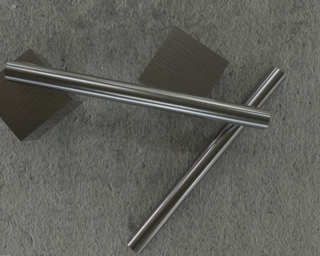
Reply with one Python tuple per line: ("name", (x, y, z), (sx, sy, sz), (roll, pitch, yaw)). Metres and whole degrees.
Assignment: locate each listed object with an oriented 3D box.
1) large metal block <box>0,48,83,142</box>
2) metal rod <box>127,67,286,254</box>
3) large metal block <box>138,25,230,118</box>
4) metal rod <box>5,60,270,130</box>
("large metal block", (-0.161, -0.040, 0.395), (0.080, 0.050, 0.080), (-40, 91, 0))
("metal rod", (0.062, 0.042, 0.410), (0.025, 0.025, 0.300), (40, 90, -1))
("large metal block", (0.029, -0.069, 0.398), (0.080, 0.050, 0.080), (34, 90, -1))
("metal rod", (-0.024, -0.038, 0.359), (0.302, 0.025, 0.025), (11, 90, -1))
